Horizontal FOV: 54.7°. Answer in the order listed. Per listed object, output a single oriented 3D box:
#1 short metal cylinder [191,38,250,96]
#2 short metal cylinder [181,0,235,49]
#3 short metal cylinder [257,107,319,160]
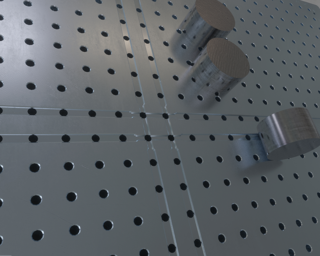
[{"bbox_3d":[0.097,-0.099,0.505,0.081,0.050,0.080,14,56,-21],"label":"short metal cylinder"},{"bbox_3d":[0.085,-0.185,0.551,0.081,0.050,0.080,14,56,-21],"label":"short metal cylinder"},{"bbox_3d":[0.195,0.011,0.471,0.081,0.080,0.050,3,61,-27],"label":"short metal cylinder"}]
